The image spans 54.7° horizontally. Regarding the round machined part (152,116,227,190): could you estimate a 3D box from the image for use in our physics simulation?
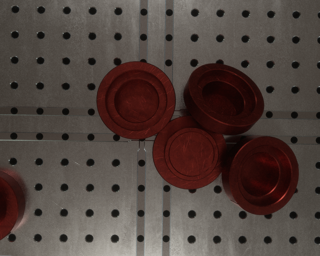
[{"bbox_3d":[0.039,0.032,0.405,0.099,0.042,0.097,0,90,-1],"label":"round machined part"}]

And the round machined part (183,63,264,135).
[{"bbox_3d":[0.076,-0.032,0.390,0.099,0.042,0.098,9,55,-12],"label":"round machined part"}]

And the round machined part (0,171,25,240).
[{"bbox_3d":[-0.234,0.105,0.402,0.099,0.042,0.097,0,90,-1],"label":"round machined part"}]

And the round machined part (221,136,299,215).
[{"bbox_3d":[0.123,0.058,0.398,0.099,0.042,0.097,-1,93,-16],"label":"round machined part"}]

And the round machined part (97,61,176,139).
[{"bbox_3d":[-0.029,-0.034,0.404,0.099,0.042,0.097,0,89,0],"label":"round machined part"}]
